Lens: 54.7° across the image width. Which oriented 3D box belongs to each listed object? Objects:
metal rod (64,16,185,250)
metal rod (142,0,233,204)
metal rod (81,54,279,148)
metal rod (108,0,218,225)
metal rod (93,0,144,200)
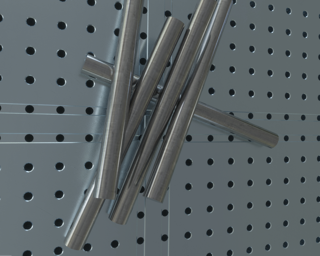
[{"bbox_3d":[-0.043,0.005,0.378,0.025,0.025,0.299,25,89,-19],"label":"metal rod"},{"bbox_3d":[0.043,-0.050,0.404,0.025,0.025,0.299,27,72,-18],"label":"metal rod"},{"bbox_3d":[0.041,-0.030,0.428,0.302,0.025,0.025,20,83,-19],"label":"metal rod"},{"bbox_3d":[0.003,-0.021,0.390,0.025,0.025,0.299,22,91,-19],"label":"metal rod"},{"bbox_3d":[-0.043,-0.068,0.369,0.025,0.025,0.299,12,76,-20],"label":"metal rod"}]
